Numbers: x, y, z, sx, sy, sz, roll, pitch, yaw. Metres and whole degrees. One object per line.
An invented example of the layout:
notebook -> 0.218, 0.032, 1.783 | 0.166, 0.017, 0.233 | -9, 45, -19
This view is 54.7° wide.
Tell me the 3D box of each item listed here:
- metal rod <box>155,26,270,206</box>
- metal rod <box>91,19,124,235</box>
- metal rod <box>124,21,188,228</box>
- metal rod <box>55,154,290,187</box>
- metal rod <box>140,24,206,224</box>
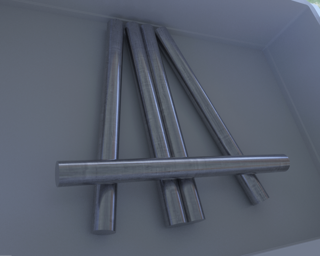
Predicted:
metal rod -> 0.068, -0.028, 0.457 | 0.025, 0.025, 0.299 | -17, 71, -35
metal rod -> -0.061, -0.024, 0.386 | 0.025, 0.025, 0.299 | 12, 57, -22
metal rod -> -0.012, -0.022, 0.411 | 0.025, 0.025, 0.299 | 1, 61, -28
metal rod -> 0.037, 0.046, 0.362 | 0.303, 0.025, 0.025 | 1, 61, -28
metal rod -> 0.009, -0.023, 0.423 | 0.025, 0.025, 0.299 | 1, 61, -28
